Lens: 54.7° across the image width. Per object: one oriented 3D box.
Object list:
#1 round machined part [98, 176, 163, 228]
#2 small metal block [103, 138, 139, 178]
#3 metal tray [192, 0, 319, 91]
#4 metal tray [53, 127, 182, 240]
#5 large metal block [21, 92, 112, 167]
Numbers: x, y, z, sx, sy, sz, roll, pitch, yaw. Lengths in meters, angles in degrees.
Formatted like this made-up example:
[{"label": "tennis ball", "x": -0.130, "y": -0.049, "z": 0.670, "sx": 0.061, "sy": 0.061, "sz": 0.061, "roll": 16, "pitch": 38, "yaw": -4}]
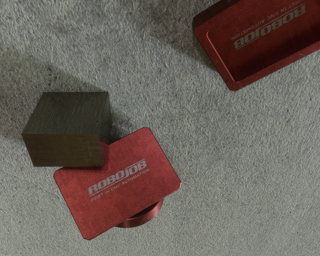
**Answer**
[{"label": "round machined part", "x": -0.045, "y": 0.084, "z": 0.430, "sx": 0.099, "sy": 0.098, "sz": 0.042, "roll": -2, "pitch": 131, "yaw": 1}, {"label": "small metal block", "x": -0.055, "y": 0.041, "z": 0.423, "sx": 0.050, "sy": 0.050, "sz": 0.025, "roll": -4, "pitch": 140, "yaw": 3}, {"label": "metal tray", "x": 0.111, "y": -0.104, "z": 0.316, "sx": 0.130, "sy": 0.030, "sz": 0.090, "roll": -27, "pitch": 126, "yaw": 21}, {"label": "metal tray", "x": -0.051, "y": 0.066, "z": 0.386, "sx": 0.131, "sy": 0.090, "sz": 0.030, "roll": -27, "pitch": 167, "yaw": -16}, {"label": "large metal block", "x": -0.104, "y": 0.000, "z": 0.369, "sx": 0.081, "sy": 0.080, "sz": 0.050, "roll": 0, "pitch": 130, "yaw": 0}]
